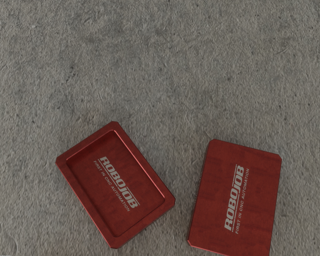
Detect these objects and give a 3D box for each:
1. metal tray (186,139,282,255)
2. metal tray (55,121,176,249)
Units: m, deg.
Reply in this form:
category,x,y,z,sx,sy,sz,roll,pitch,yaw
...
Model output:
category,x,y,z,sx,sy,sz,roll,pitch,yaw
metal tray,0.090,0.086,0.374,0.090,0.030,0.130,14,70,5
metal tray,-0.054,0.067,0.380,0.090,0.030,0.130,-35,74,-12
